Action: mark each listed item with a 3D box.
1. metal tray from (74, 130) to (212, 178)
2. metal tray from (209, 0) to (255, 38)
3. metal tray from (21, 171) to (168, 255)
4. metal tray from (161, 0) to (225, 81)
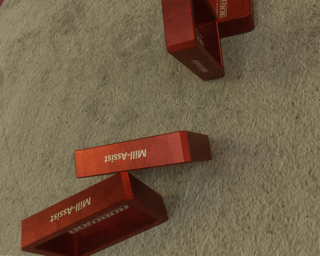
[{"bbox_3d":[-0.017,0.031,0.348,0.130,0.090,0.030,-11,81,22],"label":"metal tray"},{"bbox_3d":[0.093,-0.195,0.471,0.090,0.030,0.130,-7,58,24],"label":"metal tray"},{"bbox_3d":[-0.068,0.101,0.335,0.130,0.090,0.030,-27,53,11],"label":"metal tray"},{"bbox_3d":[0.043,-0.116,0.369,0.030,0.130,0.090,-9,80,24],"label":"metal tray"}]
